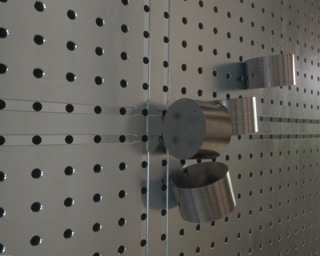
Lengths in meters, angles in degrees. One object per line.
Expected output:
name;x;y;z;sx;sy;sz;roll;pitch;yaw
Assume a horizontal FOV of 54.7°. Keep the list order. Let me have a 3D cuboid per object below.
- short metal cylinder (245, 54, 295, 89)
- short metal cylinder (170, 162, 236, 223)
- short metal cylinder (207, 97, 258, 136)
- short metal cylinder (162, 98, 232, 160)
short metal cylinder;0.190;-0.096;0.536;0.081;0.080;0.050;-10;96;-40
short metal cylinder;0.059;0.086;0.426;0.081;0.080;0.050;-26;107;-37
short metal cylinder;0.102;-0.018;0.462;0.081;0.080;0.050;-9;96;-40
short metal cylinder;0.048;0.002;0.416;0.050;0.080;0.080;5;87;-40
